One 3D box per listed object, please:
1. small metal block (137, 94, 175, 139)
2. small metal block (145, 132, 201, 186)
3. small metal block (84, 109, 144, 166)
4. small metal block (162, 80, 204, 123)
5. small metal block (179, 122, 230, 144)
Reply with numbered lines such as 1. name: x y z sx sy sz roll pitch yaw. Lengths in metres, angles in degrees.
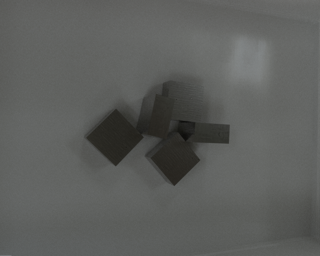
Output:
1. small metal block: -0.007 -0.014 0.393 0.025 0.050 0.050 13 86 -20
2. small metal block: 0.017 0.041 0.416 0.050 0.025 0.050 -43 104 -15
3. small metal block: -0.058 0.012 0.388 0.050 0.025 0.050 -47 105 -14
4. small metal block: 0.029 -0.034 0.421 0.050 0.025 0.050 7 88 -20
5. small metal block: 0.058 0.007 0.418 0.050 0.050 0.025 3 89 -20
